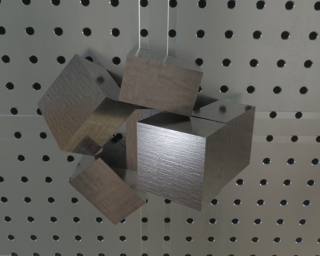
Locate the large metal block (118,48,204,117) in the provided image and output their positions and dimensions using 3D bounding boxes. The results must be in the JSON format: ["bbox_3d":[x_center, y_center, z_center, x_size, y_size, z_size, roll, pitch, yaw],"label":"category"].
[{"bbox_3d":[0.001,-0.057,0.363,0.080,0.080,0.050,12,110,-4],"label":"large metal block"}]

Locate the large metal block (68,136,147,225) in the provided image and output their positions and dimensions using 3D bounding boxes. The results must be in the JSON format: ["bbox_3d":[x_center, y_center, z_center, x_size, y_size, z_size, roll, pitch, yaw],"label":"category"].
[{"bbox_3d":[-0.062,0.063,0.405,0.050,0.080,0.080,-38,106,12],"label":"large metal block"}]

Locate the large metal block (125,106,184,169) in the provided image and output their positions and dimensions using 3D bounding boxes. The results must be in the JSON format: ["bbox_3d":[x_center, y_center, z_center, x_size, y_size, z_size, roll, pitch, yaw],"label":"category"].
[{"bbox_3d":[-0.001,0.007,0.402,0.080,0.050,0.079,1,110,-1],"label":"large metal block"}]

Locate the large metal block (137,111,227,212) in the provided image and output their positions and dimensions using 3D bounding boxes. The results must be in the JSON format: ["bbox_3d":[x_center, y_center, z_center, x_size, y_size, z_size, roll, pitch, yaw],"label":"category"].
[{"bbox_3d":[0.023,0.032,0.338,0.080,0.050,0.079,13,113,31],"label":"large metal block"}]

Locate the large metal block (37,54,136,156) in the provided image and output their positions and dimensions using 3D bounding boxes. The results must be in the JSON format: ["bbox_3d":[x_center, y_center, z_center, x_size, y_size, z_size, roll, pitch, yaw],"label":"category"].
[{"bbox_3d":[-0.089,-0.026,0.367,0.080,0.080,0.050,-47,148,15],"label":"large metal block"}]

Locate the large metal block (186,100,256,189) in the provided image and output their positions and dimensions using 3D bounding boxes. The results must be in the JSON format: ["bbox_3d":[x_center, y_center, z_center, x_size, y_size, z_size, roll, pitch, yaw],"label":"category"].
[{"bbox_3d":[0.074,0.016,0.382,0.050,0.081,0.079,14,114,35],"label":"large metal block"}]
